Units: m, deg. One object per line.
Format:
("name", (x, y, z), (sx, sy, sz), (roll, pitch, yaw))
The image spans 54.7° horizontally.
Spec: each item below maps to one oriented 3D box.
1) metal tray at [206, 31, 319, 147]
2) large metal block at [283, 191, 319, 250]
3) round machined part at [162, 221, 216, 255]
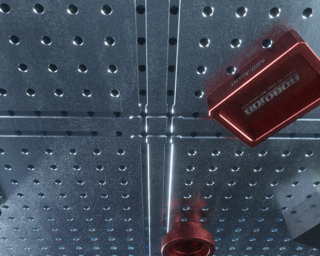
("metal tray", (0.134, -0.040, 0.374), (0.090, 0.030, 0.130), (35, 122, -26))
("large metal block", (0.280, 0.164, 0.537), (0.080, 0.050, 0.080), (24, 126, -19))
("round machined part", (0.052, 0.212, 0.581), (0.099, 0.042, 0.097), (0, 130, 0))
